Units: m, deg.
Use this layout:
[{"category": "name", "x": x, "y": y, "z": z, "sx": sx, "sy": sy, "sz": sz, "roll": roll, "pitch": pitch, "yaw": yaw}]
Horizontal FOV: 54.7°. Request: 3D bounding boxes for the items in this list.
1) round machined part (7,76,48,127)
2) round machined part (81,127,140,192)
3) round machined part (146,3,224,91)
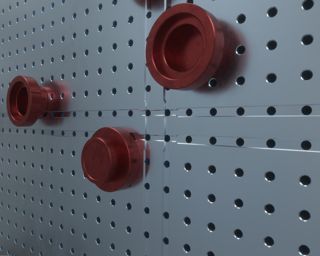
[{"category": "round machined part", "x": -0.257, "y": -0.051, "z": 0.606, "sx": 0.098, "sy": 0.042, "sz": 0.097, "roll": 0, "pitch": 90, "yaw": 39}, {"category": "round machined part", "x": -0.080, "y": 0.047, "z": 0.462, "sx": 0.098, "sy": 0.042, "sz": 0.097, "roll": 0, "pitch": 90, "yaw": 39}, {"category": "round machined part", "x": 0.033, "y": -0.093, "z": 0.370, "sx": 0.098, "sy": 0.042, "sz": 0.097, "roll": 0, "pitch": 90, "yaw": 39}]
